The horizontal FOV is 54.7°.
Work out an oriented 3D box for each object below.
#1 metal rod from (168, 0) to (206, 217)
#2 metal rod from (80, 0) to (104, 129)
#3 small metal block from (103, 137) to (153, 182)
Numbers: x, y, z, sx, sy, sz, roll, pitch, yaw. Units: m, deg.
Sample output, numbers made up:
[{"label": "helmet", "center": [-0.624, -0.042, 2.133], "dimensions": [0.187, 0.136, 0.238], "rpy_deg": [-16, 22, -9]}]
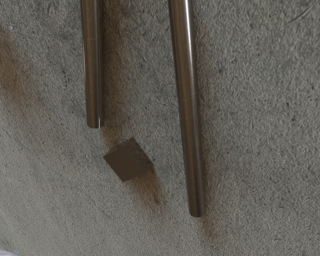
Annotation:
[{"label": "metal rod", "center": [0.037, -0.009, 0.380], "dimensions": [0.025, 0.025, 0.298], "rpy_deg": [6, 122, 24]}, {"label": "metal rod", "center": [-0.081, -0.129, 0.367], "dimensions": [0.025, 0.025, 0.298], "rpy_deg": [18, 126, 17]}, {"label": "small metal block", "center": [-0.048, 0.048, 0.460], "dimensions": [0.050, 0.025, 0.050], "rpy_deg": [-28, 104, 37]}]
